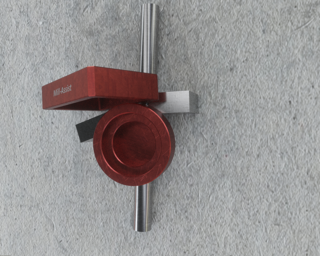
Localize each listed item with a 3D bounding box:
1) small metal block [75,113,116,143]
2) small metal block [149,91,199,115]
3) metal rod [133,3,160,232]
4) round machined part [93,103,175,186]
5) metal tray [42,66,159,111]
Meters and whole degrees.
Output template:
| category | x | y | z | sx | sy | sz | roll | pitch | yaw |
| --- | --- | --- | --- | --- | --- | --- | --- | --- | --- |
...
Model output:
| category | x | y | z | sx | sy | sz | roll | pitch | yaw |
| --- | --- | --- | --- | --- | --- | --- | --- | --- | --- |
| small metal block | -0.077 | -0.001 | 0.423 | 0.050 | 0.050 | 0.025 | -20 | 84 | 18 |
| small metal block | 0.019 | -0.030 | 0.390 | 0.050 | 0.050 | 0.025 | -2 | 90 | 19 |
| metal rod | -0.018 | -0.013 | 0.416 | 0.025 | 0.025 | 0.298 | 2 | 91 | 19 |
| round machined part | -0.028 | 0.018 | 0.381 | 0.098 | 0.042 | 0.097 | 1 | 94 | 17 |
| metal tray | -0.076 | -0.043 | 0.377 | 0.130 | 0.091 | 0.030 | -5 | 87 | 49 |
